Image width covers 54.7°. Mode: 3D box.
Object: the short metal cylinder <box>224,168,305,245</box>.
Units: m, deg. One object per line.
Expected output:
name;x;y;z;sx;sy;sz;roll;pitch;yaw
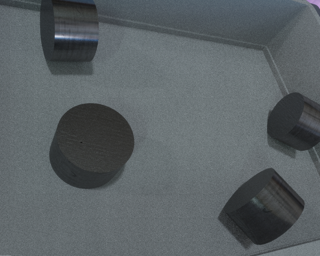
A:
short metal cylinder;0.126;0.095;0.380;0.050;0.080;0.080;47;51;5

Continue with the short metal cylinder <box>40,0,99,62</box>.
short metal cylinder;-0.114;-0.123;0.384;0.050;0.080;0.080;-6;65;-31

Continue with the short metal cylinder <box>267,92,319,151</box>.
short metal cylinder;0.218;-0.010;0.494;0.050;0.080;0.080;25;53;-13

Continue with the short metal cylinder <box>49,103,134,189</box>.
short metal cylinder;-0.075;0.020;0.337;0.081;0.050;0.080;14;56;-21
